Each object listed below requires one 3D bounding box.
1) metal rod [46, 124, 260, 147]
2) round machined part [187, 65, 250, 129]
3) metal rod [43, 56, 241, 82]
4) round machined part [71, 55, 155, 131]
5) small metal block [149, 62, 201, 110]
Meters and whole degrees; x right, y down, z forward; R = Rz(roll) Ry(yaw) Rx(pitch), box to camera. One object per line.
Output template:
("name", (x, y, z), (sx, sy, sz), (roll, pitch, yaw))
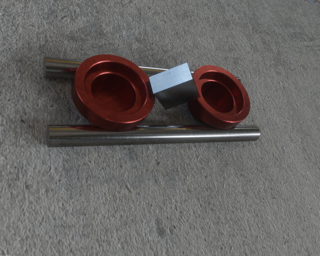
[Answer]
("metal rod", (0.012, 0.008, 0.406), (0.303, 0.025, 0.025), (0, 62, -28))
("round machined part", (0.079, -0.041, 0.455), (0.099, 0.042, 0.098), (14, 56, -21))
("metal rod", (-0.007, -0.075, 0.446), (0.303, 0.025, 0.025), (0, 62, -28))
("round machined part", (-0.059, -0.039, 0.380), (0.099, 0.042, 0.098), (14, 56, -21))
("small metal block", (0.020, -0.052, 0.398), (0.050, 0.050, 0.025), (-20, 64, 11))
